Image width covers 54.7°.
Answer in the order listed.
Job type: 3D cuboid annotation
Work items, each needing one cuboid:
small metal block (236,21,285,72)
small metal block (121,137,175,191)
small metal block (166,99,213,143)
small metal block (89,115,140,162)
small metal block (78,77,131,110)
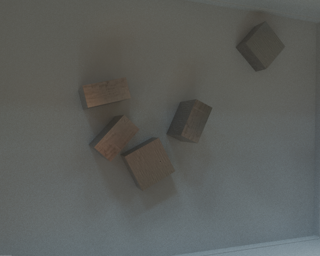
[{"bbox_3d":[0.151,-0.122,0.466,0.050,0.025,0.050,45,76,-15],"label":"small metal block"},{"bbox_3d":[-0.016,0.046,0.405,0.050,0.025,0.050,-29,100,-18],"label":"small metal block"},{"bbox_3d":[0.038,-0.009,0.411,0.025,0.050,0.050,26,81,-18],"label":"small metal block"},{"bbox_3d":[-0.057,0.011,0.376,0.025,0.050,0.050,45,76,-15],"label":"small metal block"},{"bbox_3d":[-0.068,-0.041,0.372,0.050,0.050,0.025,-15,95,-19],"label":"small metal block"}]
